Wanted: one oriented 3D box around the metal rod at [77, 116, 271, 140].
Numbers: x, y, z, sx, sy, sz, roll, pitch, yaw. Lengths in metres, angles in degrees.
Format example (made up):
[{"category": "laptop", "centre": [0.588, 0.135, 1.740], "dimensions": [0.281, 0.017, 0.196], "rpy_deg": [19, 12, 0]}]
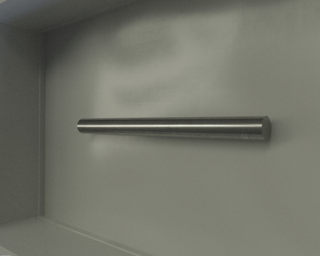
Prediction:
[{"category": "metal rod", "centre": [-0.008, -0.002, 0.409], "dimensions": [0.300, 0.025, 0.025], "rpy_deg": [1, 91, 39]}]
